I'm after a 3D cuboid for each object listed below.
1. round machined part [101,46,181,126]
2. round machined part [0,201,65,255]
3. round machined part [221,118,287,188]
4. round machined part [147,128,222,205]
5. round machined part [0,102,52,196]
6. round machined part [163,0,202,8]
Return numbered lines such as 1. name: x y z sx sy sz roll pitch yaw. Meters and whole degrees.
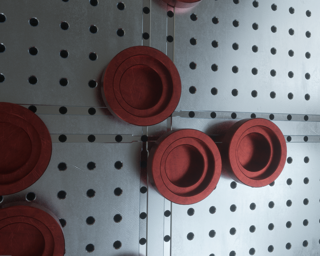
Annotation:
1. round machined part: -0.026 -0.051 0.394 0.099 0.042 0.097 0 90 -20
2. round machined part: -0.158 0.130 0.345 0.099 0.042 0.097 0 90 -20
3. round machined part: 0.131 0.034 0.452 0.099 0.042 0.097 0 90 -20
4. round machined part: 0.029 0.049 0.414 0.099 0.042 0.097 0 90 -20
5. round machined part: -0.171 0.022 0.341 0.099 0.042 0.097 0 90 -20
6. round machined part: 0.034 -0.217 0.415 0.099 0.042 0.097 0 90 -20
